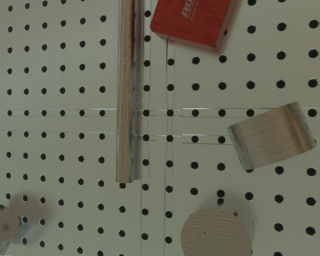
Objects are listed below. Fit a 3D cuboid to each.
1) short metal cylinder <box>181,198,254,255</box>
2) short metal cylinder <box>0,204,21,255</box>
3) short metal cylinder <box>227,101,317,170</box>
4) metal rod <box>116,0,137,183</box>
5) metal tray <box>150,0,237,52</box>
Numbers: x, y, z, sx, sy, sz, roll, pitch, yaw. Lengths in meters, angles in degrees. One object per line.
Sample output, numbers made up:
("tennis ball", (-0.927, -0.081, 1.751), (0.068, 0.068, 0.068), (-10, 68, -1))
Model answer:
("short metal cylinder", (0.071, 0.130, 0.374), (0.080, 0.050, 0.080), (0, 90, 20))
("short metal cylinder", (-0.267, 0.161, 0.478), (0.080, 0.080, 0.050), (39, 102, 16))
("short metal cylinder", (0.121, 0.009, 0.341), (0.080, 0.080, 0.050), (-22, 83, 18))
("metal rod", (-0.046, -0.075, 0.428), (0.025, 0.025, 0.298), (1, 90, 20))
("metal tray", (0.051, -0.172, 0.392), (0.090, 0.030, 0.129), (21, 97, 18))
